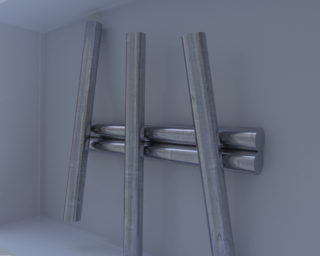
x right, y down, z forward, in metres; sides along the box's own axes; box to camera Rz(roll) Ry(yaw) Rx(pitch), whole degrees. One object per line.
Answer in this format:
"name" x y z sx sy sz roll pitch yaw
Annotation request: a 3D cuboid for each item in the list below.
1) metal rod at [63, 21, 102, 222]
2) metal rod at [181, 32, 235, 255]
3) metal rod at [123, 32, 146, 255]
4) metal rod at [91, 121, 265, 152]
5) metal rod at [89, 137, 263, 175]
"metal rod" -0.115 -0.015 0.466 0.025 0.025 0.298 -1 81 39
"metal rod" 0.056 0.052 0.328 0.025 0.025 0.298 -5 95 39
"metal rod" -0.033 0.029 0.398 0.025 0.025 0.298 2 91 39
"metal rod" -0.013 0.006 0.414 0.300 0.025 0.025 3 92 39
"metal rod" -0.014 0.031 0.415 0.300 0.025 0.025 3 92 39
